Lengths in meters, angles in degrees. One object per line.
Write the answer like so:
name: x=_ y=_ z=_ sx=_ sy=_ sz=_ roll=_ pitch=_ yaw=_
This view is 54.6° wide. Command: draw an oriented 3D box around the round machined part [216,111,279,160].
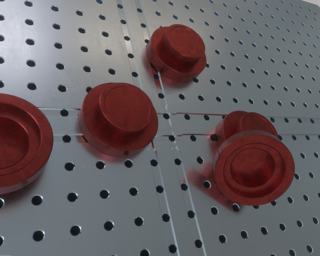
round machined part: x=0.136 y=0.015 z=0.460 sx=0.099 sy=0.042 sz=0.098 roll=13 pitch=56 yaw=-21

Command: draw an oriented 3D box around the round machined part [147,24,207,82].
round machined part: x=0.032 y=-0.124 z=0.490 sx=0.099 sy=0.042 sz=0.098 roll=13 pitch=56 yaw=-21

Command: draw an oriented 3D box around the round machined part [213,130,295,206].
round machined part: x=0.120 y=0.049 z=0.408 sx=0.098 sy=0.098 sz=0.042 roll=34 pitch=16 yaw=-6

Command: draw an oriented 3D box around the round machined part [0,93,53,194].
round machined part: x=-0.158 y=0.018 z=0.301 sx=0.099 sy=0.042 sz=0.098 roll=13 pitch=56 yaw=-21

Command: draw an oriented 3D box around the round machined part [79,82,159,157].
round machined part: x=-0.046 y=-0.017 z=0.382 sx=0.099 sy=0.042 sz=0.098 roll=13 pitch=56 yaw=-21
